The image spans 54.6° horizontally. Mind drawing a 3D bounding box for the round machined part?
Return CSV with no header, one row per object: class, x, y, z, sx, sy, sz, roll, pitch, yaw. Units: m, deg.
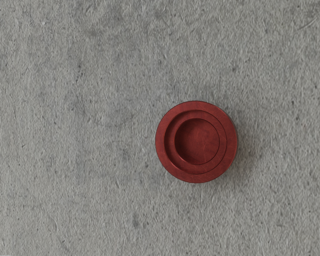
round machined part,0.047,0.016,0.384,0.098,0.042,0.097,0,90,20
